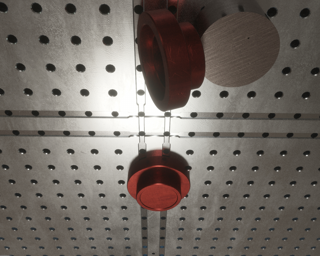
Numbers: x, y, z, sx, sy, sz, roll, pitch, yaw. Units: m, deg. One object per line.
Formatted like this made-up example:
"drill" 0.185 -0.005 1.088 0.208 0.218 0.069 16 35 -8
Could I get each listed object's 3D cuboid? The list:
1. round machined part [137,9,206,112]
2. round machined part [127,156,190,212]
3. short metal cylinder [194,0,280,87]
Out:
"round machined part" 0.012 -0.068 0.310 0.042 0.098 0.097 -15 132 -14
"round machined part" -0.002 0.092 0.479 0.099 0.042 0.097 -1 130 0
"short metal cylinder" 0.076 -0.089 0.320 0.081 0.050 0.079 -1 130 0
